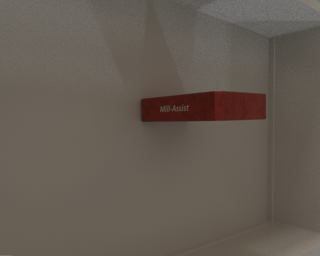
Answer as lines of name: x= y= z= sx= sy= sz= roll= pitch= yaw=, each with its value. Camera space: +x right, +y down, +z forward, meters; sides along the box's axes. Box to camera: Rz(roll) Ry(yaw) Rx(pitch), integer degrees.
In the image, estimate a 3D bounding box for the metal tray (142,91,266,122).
metal tray: x=0.050 y=-0.024 z=0.382 sx=0.091 sy=0.130 sz=0.030 roll=-3 pitch=92 yaw=-40
